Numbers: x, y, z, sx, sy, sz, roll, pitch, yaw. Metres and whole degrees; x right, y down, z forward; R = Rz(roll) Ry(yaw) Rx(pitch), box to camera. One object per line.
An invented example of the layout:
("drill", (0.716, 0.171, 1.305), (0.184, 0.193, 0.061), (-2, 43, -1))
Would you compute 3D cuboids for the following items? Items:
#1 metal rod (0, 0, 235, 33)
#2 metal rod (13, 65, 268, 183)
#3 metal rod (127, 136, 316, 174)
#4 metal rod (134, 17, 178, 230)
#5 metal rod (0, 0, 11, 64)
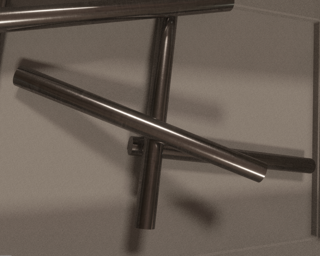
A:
("metal rod", (-0.047, -0.138, 0.364), (0.302, 0.025, 0.025), (-13, 95, -19))
("metal rod", (-0.020, -0.004, 0.358), (0.301, 0.025, 0.025), (22, 82, -2))
("metal rod", (0.102, 0.042, 0.449), (0.302, 0.025, 0.025), (8, 88, -20))
("metal rod", (-0.002, -0.029, 0.390), (0.025, 0.025, 0.299), (10, 79, -20))
("metal rod", (-0.200, -0.002, 0.336), (0.025, 0.025, 0.298), (9, 87, -20))
